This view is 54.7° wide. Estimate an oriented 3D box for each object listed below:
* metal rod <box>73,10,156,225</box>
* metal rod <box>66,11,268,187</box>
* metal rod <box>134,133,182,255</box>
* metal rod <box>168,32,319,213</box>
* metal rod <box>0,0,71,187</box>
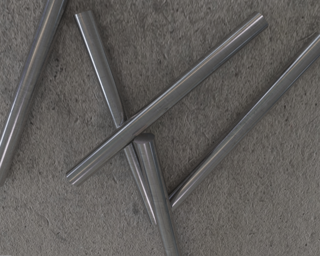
[{"bbox_3d":[-0.047,0.001,0.409,0.025,0.025,0.298,-15,110,5],"label":"metal rod"},{"bbox_3d":[0.004,-0.031,0.378,0.300,0.025,0.025,-40,106,6],"label":"metal rod"},{"bbox_3d":[0.009,0.140,0.439,0.025,0.025,0.298,-10,118,4],"label":"metal rod"},{"bbox_3d":[0.104,0.003,0.411,0.025,0.025,0.299,36,106,-13],"label":"metal rod"},{"bbox_3d":[-0.167,-0.050,0.389,0.025,0.025,0.298,25,108,-9],"label":"metal rod"}]
